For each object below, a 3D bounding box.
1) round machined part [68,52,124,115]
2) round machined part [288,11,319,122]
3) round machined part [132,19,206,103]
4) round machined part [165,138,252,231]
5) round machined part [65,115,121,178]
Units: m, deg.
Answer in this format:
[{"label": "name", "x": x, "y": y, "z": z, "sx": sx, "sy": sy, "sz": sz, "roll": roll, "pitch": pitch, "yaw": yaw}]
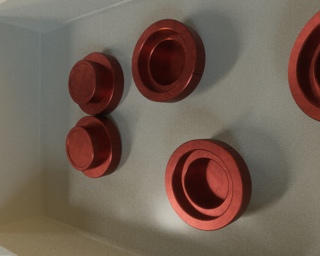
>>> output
[{"label": "round machined part", "x": -0.105, "y": -0.069, "z": 0.479, "sx": 0.098, "sy": 0.042, "sz": 0.097, "roll": 0, "pitch": 90, "yaw": 39}, {"label": "round machined part", "x": 0.157, "y": -0.051, "z": 0.250, "sx": 0.098, "sy": 0.042, "sz": 0.097, "roll": -178, "pitch": 90, "yaw": -67}, {"label": "round machined part", "x": 0.015, "y": -0.079, "z": 0.382, "sx": 0.098, "sy": 0.042, "sz": 0.097, "roll": 0, "pitch": 90, "yaw": 39}, {"label": "round machined part", "x": 0.057, "y": 0.060, "z": 0.348, "sx": 0.098, "sy": 0.042, "sz": 0.097, "roll": 0, "pitch": 90, "yaw": 39}, {"label": "round machined part", "x": -0.109, "y": 0.029, "z": 0.479, "sx": 0.098, "sy": 0.042, "sz": 0.097, "roll": 4, "pitch": 97, "yaw": 39}]
